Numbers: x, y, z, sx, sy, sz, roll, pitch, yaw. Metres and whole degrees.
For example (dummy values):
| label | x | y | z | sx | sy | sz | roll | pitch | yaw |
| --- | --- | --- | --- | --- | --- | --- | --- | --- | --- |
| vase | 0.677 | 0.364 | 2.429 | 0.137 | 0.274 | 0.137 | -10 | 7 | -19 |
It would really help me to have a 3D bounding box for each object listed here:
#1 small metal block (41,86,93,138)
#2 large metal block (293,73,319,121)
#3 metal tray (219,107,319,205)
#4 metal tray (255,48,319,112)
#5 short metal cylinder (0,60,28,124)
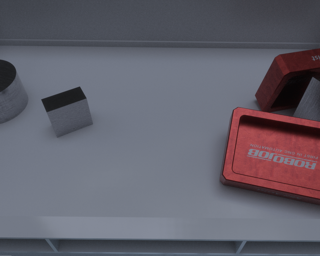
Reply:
| label | x | y | z | sx | sy | sz | roll | pitch | yaw |
| --- | --- | --- | --- | --- | --- | --- | --- | --- | --- |
| small metal block | -0.120 | -0.020 | 0.404 | 0.050 | 0.050 | 0.025 | -23 | 54 | -18 |
| large metal block | 0.226 | -0.021 | 0.390 | 0.050 | 0.080 | 0.080 | -27 | 56 | -21 |
| metal tray | 0.142 | 0.032 | 0.358 | 0.131 | 0.030 | 0.090 | 11 | 70 | 8 |
| metal tray | 0.206 | -0.066 | 0.416 | 0.131 | 0.090 | 0.030 | -10 | 62 | -8 |
| short metal cylinder | -0.232 | -0.050 | 0.428 | 0.081 | 0.050 | 0.080 | 0 | 50 | 0 |
